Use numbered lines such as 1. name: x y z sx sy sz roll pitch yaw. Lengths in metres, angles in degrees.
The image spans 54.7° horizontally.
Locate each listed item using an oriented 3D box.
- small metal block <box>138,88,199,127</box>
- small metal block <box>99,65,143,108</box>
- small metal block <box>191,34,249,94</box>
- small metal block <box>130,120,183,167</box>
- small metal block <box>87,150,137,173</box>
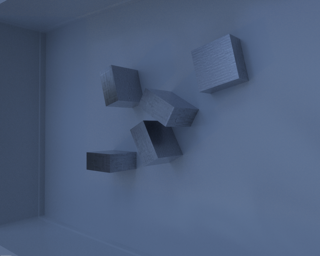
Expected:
1. small metal block: 0.011 -0.025 0.380 0.050 0.050 0.025 37 113 33
2. small metal block: -0.052 -0.056 0.432 0.025 0.050 0.050 -20 77 38
3. small metal block: 0.067 -0.071 0.350 0.050 0.025 0.050 -16 80 38
4. small metal block: -0.004 0.019 0.392 0.025 0.050 0.050 -35 69 34
5. small metal block: -0.069 0.047 0.445 0.050 0.050 0.025 0 90 39
